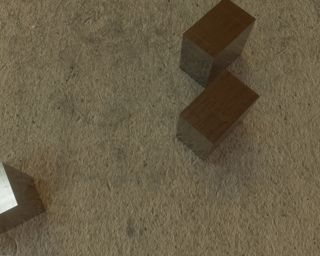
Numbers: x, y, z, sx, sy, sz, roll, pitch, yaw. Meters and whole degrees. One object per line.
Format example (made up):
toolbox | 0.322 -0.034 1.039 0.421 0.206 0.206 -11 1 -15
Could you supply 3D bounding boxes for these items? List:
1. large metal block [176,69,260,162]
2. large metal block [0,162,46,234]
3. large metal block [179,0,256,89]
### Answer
large metal block | 0.067 -0.012 0.384 0.050 0.080 0.080 43 75 14
large metal block | -0.189 0.087 0.346 0.080 0.080 0.050 -26 72 -9
large metal block | 0.074 -0.112 0.420 0.050 0.080 0.080 43 75 14
